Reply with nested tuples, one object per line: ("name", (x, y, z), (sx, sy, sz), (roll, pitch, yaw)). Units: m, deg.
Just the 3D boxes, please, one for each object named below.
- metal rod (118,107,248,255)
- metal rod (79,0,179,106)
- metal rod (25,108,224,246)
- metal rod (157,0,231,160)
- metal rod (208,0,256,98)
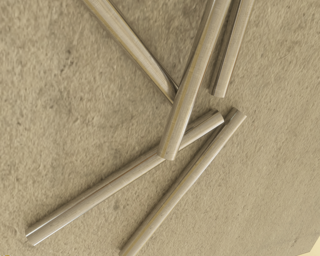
("metal rod", (0.031, 0.094, 0.483), (0.025, 0.025, 0.299), (30, 102, -38))
("metal rod", (-0.053, -0.114, 0.308), (0.025, 0.025, 0.300), (-43, 130, 1))
("metal rod", (-0.042, 0.062, 0.423), (0.301, 0.025, 0.025), (-32, 129, -8))
("metal rod", (0.053, -0.102, 0.352), (0.025, 0.025, 0.298), (9, 107, -33))
("metal rod", (0.107, -0.177, 0.357), (0.025, 0.025, 0.298), (-2, 120, -28))
